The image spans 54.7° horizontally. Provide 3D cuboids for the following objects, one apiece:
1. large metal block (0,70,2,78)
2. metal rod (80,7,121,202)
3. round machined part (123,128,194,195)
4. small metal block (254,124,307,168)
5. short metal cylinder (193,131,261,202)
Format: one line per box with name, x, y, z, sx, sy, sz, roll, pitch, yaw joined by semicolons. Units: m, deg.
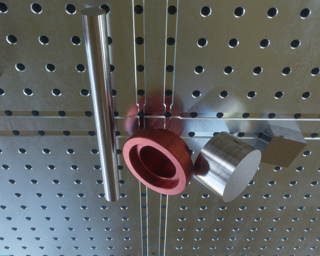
large metal block;-0.215;-0.067;0.315;0.050;0.080;0.079;-2;130;1
metal rod;-0.072;-0.004;0.407;0.025;0.025;0.298;1;130;-2
round machined part;0.002;0.039;0.416;0.098;0.042;0.097;22;136;23
small metal block;0.167;0.026;0.436;0.050;0.025;0.050;13;129;-11
short metal cylinder;0.090;0.051;0.413;0.081;0.050;0.079;-30;138;-32
